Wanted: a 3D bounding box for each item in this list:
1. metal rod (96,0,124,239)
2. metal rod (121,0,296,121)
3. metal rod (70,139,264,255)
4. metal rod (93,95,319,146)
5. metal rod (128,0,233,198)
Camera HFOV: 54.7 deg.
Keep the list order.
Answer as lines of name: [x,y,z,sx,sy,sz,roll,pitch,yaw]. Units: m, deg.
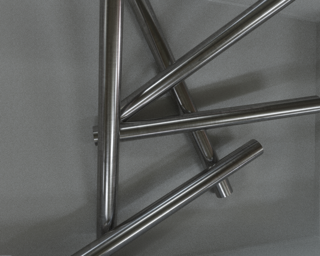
metal rod: [-0.058,-0.009,0.354,0.025,0.025,0.298,-1,104,-20]
metal rod: [0.070,-0.102,0.370,0.300,0.025,0.025,-35,103,9]
metal rod: [0.010,0.096,0.386,0.302,0.025,0.025,-29,100,-18]
metal rod: [0.067,-0.011,0.403,0.302,0.025,0.025,-8,93,-8]
metal rod: [0.030,-0.040,0.421,0.025,0.025,0.299,-28,99,-18]
